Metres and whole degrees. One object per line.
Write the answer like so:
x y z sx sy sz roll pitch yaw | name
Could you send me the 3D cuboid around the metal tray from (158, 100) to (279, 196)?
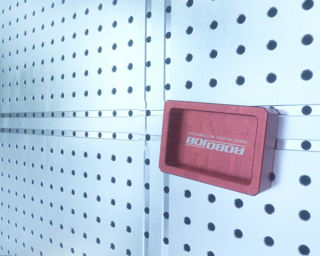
0.061 0.017 0.354 0.130 0.030 0.089 9 95 39 | metal tray
